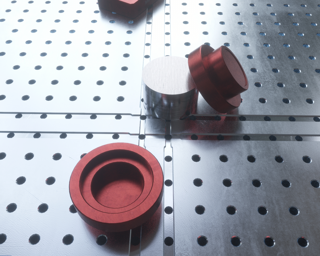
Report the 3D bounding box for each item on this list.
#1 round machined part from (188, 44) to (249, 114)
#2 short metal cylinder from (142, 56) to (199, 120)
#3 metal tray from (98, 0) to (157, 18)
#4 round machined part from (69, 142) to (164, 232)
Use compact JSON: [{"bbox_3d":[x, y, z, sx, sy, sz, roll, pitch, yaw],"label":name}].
[{"bbox_3d":[0.085,-0.072,0.421,0.042,0.098,0.098,-29,41,32],"label":"round machined part"},{"bbox_3d":[0.016,-0.058,0.440,0.081,0.050,0.080,0,50,0],"label":"short metal cylinder"},{"bbox_3d":[-0.056,-0.280,0.638,0.090,0.030,0.130,25,54,19],"label":"metal tray"},{"bbox_3d":[-0.045,0.067,0.340,0.099,0.042,0.098,0,50,0],"label":"round machined part"}]
